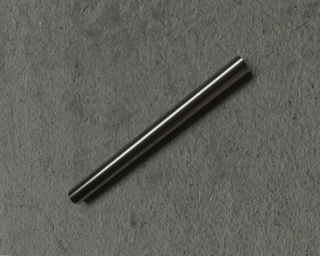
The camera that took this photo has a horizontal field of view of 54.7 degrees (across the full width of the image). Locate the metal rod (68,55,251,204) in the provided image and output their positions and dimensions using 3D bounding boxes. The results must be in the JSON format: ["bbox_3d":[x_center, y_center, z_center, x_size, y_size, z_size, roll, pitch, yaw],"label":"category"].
[{"bbox_3d":[-0.011,0.011,0.414,0.300,0.025,0.025,-38,78,15],"label":"metal rod"}]
